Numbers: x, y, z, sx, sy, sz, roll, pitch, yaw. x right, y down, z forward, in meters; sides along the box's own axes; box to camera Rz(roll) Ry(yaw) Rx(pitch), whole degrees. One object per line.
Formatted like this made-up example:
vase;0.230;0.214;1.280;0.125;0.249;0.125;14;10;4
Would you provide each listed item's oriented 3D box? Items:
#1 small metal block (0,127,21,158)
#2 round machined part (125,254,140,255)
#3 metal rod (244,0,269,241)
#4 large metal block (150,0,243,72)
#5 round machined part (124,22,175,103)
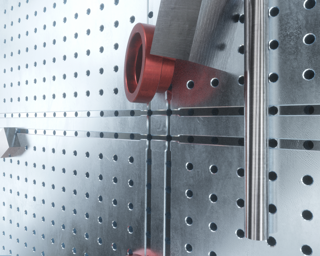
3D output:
small metal block;-0.339;0.033;0.690;0.050;0.025;0.050;-38;67;33
round machined part;-0.044;0.233;0.435;0.098;0.042;0.097;0;90;40
metal rod;0.101;-0.035;0.325;0.025;0.025;0.298;0;90;40
large metal block;0.042;-0.110;0.338;0.050;0.081;0.079;20;103;36
round machined part;-0.013;-0.080;0.392;0.098;0.042;0.097;-177;90;-69
